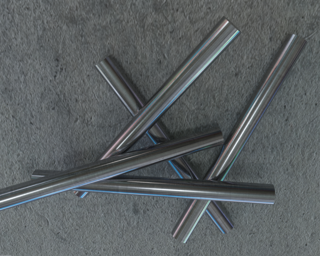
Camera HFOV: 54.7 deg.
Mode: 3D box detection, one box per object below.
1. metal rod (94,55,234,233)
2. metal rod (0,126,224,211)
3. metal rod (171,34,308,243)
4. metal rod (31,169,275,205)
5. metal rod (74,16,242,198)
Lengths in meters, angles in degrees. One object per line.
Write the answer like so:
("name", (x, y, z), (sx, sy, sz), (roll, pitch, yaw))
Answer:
("metal rod", (0.015, 0.033, 0.421), (0.025, 0.025, 0.300), (-33, 107, 11))
("metal rod", (-0.066, 0.050, 0.380), (0.302, 0.025, 0.025), (-16, 110, -9))
("metal rod", (0.096, 0.022, 0.401), (0.025, 0.025, 0.298), (26, 101, -9))
("metal rod", (-0.012, 0.074, 0.393), (0.302, 0.025, 0.025), (3, 110, 4))
("metal rod", (-0.020, -0.008, 0.377), (0.025, 0.025, 0.299), (38, 116, -13))
